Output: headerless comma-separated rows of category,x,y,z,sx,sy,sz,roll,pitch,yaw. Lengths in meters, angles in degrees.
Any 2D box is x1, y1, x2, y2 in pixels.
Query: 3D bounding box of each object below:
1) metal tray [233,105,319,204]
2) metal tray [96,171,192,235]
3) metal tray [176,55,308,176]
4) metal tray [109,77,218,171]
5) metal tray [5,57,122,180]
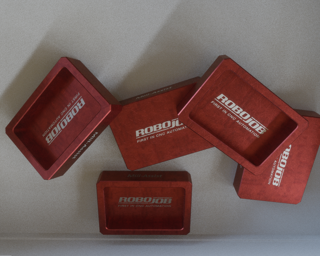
metal tray,0.160,0.038,0.424,0.091,0.030,0.129,7,110,-3
metal tray,-0.022,0.109,0.448,0.131,0.030,0.089,0,110,-1
metal tray,0.097,-0.013,0.371,0.130,0.030,0.090,35,106,-12
metal tray,0.006,-0.005,0.407,0.131,0.030,0.090,-17,109,6
metal tray,-0.121,-0.011,0.384,0.090,0.030,0.130,47,105,10
